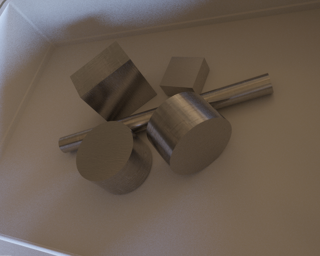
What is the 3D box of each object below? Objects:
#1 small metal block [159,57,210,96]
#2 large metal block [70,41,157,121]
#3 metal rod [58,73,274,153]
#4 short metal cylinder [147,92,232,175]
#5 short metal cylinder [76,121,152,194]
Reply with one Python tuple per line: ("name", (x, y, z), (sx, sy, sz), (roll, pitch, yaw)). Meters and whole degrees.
("small metal block", (0.034, -0.070, 0.428), (0.050, 0.025, 0.050), (9, 66, 31))
("large metal block", (-0.064, -0.060, 0.438), (0.080, 0.080, 0.050), (-37, 51, 3))
("metal rod", (-0.006, -0.014, 0.415), (0.301, 0.025, 0.025), (-16, 55, 18))
("short metal cylinder", (0.032, 0.006, 0.347), (0.080, 0.080, 0.050), (-40, 51, 0))
("short metal cylinder", (-0.057, 0.038, 0.392), (0.080, 0.050, 0.080), (-13, 56, 20))
